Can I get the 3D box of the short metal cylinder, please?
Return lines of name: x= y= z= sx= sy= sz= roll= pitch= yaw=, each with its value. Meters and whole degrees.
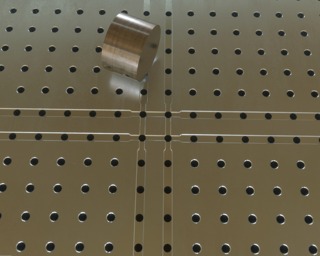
short metal cylinder: x=-0.038 y=-0.109 z=0.422 sx=0.050 sy=0.080 sz=0.080 roll=22 pitch=71 yaw=7
